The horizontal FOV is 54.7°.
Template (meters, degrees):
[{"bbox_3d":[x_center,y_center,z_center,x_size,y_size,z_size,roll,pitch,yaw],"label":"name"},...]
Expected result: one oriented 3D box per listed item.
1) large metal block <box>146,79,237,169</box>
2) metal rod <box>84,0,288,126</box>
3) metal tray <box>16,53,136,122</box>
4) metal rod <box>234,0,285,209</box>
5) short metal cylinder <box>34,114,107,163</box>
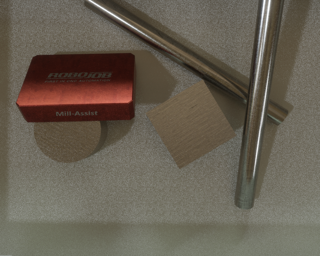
[{"bbox_3d":[0.038,-0.005,0.399,0.080,0.050,0.080,-31,90,0],"label":"large metal block"},{"bbox_3d":[0.035,-0.093,0.411,0.301,0.025,0.025,32,90,-1],"label":"metal rod"},{"bbox_3d":[-0.097,-0.052,0.382,0.131,0.030,0.090,-1,51,-1],"label":"metal tray"},{"bbox_3d":[0.114,-0.036,0.358,0.025,0.025,0.298,0,113,0],"label":"metal rod"},{"bbox_3d":[-0.112,0.002,0.397,0.081,0.050,0.079,0,90,-1],"label":"short metal cylinder"}]
